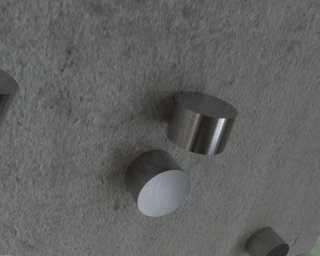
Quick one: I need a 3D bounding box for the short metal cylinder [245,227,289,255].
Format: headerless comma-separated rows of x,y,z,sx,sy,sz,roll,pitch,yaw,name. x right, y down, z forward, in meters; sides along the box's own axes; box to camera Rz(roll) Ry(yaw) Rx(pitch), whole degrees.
0.239,0.269,0.692,0.081,0.050,0.079,-14,125,-21,short metal cylinder

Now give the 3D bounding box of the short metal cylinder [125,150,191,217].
-0.003,0.078,0.439,0.081,0.050,0.079,-14,125,-21,short metal cylinder

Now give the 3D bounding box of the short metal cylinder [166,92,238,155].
0.053,-0.008,0.397,0.081,0.080,0.050,-1,119,-29,short metal cylinder

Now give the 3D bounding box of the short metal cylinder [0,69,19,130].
-0.170,-0.028,0.261,0.080,0.080,0.050,21,107,-36,short metal cylinder
